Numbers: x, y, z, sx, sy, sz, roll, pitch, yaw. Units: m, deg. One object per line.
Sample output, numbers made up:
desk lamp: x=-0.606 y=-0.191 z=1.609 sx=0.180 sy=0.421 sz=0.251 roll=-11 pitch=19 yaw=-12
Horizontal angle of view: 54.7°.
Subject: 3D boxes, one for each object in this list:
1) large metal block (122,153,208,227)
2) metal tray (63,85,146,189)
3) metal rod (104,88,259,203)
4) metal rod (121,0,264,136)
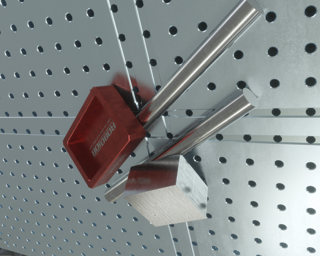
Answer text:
large metal block: x=0.010 y=0.087 z=0.422 sx=0.080 sy=0.050 sz=0.080 roll=-19 pitch=128 yaw=28
metal tray: x=-0.083 y=0.015 z=0.435 sx=0.090 sy=0.030 sz=0.129 roll=54 pitch=129 yaw=18
metal rod: x=0.008 y=0.040 z=0.430 sx=0.025 sy=0.025 sz=0.299 roll=47 pitch=129 yaw=-5
metal rod: x=0.005 y=-0.036 z=0.385 sx=0.025 sy=0.025 sz=0.299 roll=44 pitch=129 yaw=-3
